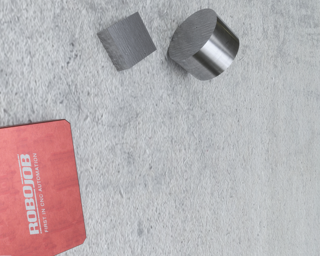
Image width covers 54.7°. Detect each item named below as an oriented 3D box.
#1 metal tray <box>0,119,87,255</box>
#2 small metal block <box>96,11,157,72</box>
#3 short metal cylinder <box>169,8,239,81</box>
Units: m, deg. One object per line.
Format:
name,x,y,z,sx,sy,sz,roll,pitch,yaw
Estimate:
metal tray,-0.126,0.061,0.296,0.091,0.030,0.129,-11,97,-39
small metal block,-0.039,-0.103,0.372,0.050,0.025,0.050,-43,116,-31
short metal cylinder,0.058,-0.111,0.417,0.050,0.080,0.080,32,71,-36
